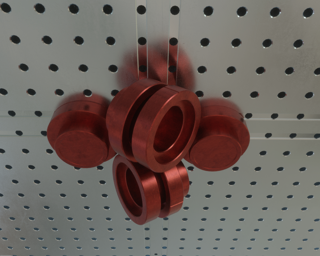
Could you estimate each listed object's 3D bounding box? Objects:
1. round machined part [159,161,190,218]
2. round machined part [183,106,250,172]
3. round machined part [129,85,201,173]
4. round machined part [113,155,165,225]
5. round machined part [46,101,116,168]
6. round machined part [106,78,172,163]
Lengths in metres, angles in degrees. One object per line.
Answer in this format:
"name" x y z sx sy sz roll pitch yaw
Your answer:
"round machined part" 0.005 0.072 0.437 0.042 0.098 0.097 -15 137 -30
"round machined part" 0.072 0.021 0.419 0.099 0.042 0.097 0 130 0
"round machined part" 0.002 -0.002 0.353 0.042 0.099 0.098 25 140 33
"round machined part" -0.025 0.077 0.423 0.042 0.098 0.097 -16 137 -30
"round machined part" -0.101 0.016 0.412 0.099 0.042 0.097 0 130 0
"round machined part" -0.025 -0.012 0.368 0.042 0.099 0.098 25 140 33
